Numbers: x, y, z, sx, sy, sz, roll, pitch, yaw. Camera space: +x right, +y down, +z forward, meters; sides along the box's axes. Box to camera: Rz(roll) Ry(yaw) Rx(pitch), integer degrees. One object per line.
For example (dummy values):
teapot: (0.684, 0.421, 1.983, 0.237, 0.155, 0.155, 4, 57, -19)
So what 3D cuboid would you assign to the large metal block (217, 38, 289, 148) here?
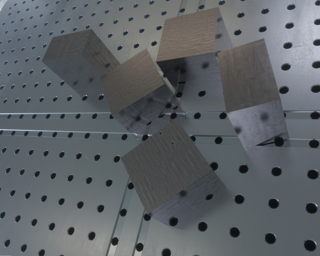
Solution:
large metal block: (0.103, -0.035, 0.341, 0.050, 0.080, 0.080, -14, 56, 20)

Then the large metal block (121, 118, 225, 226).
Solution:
large metal block: (0.013, 0.050, 0.355, 0.080, 0.050, 0.080, -36, 51, 4)

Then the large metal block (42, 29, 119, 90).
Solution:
large metal block: (-0.127, -0.109, 0.508, 0.080, 0.080, 0.050, -2, 61, 27)

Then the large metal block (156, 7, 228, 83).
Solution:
large metal block: (0.047, -0.115, 0.439, 0.080, 0.050, 0.080, -4, 60, 26)

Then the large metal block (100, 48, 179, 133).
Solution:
large metal block: (-0.031, -0.053, 0.442, 0.080, 0.050, 0.080, -30, 52, 9)
